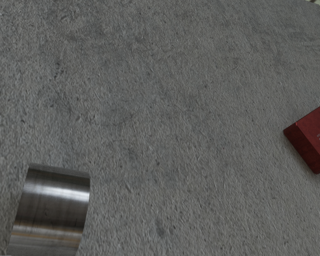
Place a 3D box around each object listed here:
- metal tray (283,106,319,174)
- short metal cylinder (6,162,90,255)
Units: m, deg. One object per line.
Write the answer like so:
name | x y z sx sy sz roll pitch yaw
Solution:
metal tray | 0.286 0.014 0.546 0.131 0.030 0.090 -24 75 -36
short metal cylinder | -0.097 0.074 0.271 0.050 0.080 0.080 14 56 -20
